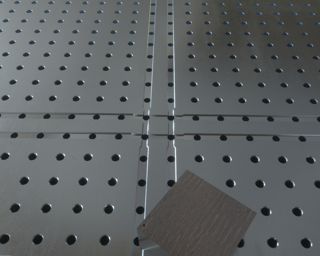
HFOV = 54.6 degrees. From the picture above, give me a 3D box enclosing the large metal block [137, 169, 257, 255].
[{"bbox_3d":[0.035,0.102,0.306,0.080,0.050,0.080,31,56,23],"label":"large metal block"}]
